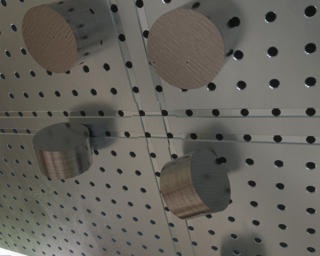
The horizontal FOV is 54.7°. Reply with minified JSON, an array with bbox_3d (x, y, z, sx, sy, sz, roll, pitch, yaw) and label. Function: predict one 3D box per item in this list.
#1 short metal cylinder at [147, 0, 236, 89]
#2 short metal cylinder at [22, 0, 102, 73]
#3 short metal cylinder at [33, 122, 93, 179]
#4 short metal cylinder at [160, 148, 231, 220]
[{"bbox_3d":[0.034,-0.087,0.323,0.080,0.050,0.079,13,124,20],"label":"short metal cylinder"},{"bbox_3d":[-0.121,-0.115,0.386,0.080,0.050,0.079,13,124,20],"label":"short metal cylinder"},{"bbox_3d":[-0.145,0.033,0.470,0.080,0.080,0.050,13,124,21],"label":"short metal cylinder"},{"bbox_3d":[0.046,0.072,0.395,0.050,0.080,0.080,-28,103,37],"label":"short metal cylinder"}]
